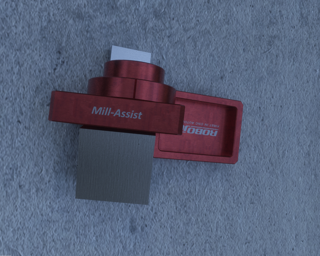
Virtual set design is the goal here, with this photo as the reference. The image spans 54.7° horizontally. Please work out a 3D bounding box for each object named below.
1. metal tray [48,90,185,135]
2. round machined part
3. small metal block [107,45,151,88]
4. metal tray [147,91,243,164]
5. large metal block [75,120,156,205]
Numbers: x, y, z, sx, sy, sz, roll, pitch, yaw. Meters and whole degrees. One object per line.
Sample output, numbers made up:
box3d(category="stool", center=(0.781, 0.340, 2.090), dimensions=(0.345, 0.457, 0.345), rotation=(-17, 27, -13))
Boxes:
box3d(category="metal tray", center=(-0.043, -0.014, 0.342), dimensions=(0.131, 0.090, 0.030), rotation=(6, 89, -2))
box3d(category="round machined part", center=(-0.030, -0.048, 0.349), dimensions=(0.099, 0.098, 0.042), rotation=(6, 88, -20))
box3d(category="small metal block", center=(-0.042, -0.073, 0.396), dimensions=(0.050, 0.025, 0.050), rotation=(7, 88, -20))
box3d(category="metal tray", center=(0.048, 0.000, 0.426), dimensions=(0.131, 0.030, 0.089), rotation=(7, 88, -20))
box3d(category="large metal block", center=(-0.049, 0.038, 0.360), dimensions=(0.081, 0.050, 0.079), rotation=(6, 101, -3))
